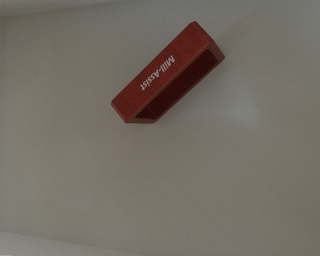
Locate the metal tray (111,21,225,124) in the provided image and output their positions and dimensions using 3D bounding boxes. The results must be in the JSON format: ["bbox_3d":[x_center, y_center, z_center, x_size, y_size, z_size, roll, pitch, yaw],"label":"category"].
[{"bbox_3d":[0.013,-0.058,0.371,0.130,0.090,0.030,-42,77,15],"label":"metal tray"}]
